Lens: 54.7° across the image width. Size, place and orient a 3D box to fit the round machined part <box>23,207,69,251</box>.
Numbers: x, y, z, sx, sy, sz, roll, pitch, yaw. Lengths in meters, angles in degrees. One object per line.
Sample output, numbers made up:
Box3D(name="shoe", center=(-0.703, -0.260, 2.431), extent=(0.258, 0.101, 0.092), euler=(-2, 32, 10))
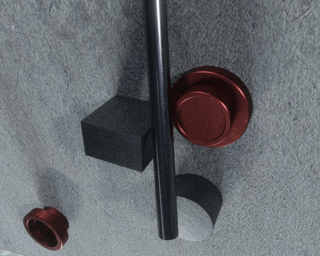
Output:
Box3D(name="round machined part", center=(-0.230, 0.203, 0.642), extent=(0.098, 0.042, 0.097), euler=(13, 124, 21))

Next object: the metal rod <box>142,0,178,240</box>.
Box3D(name="metal rod", center=(0.001, -0.013, 0.349), extent=(0.025, 0.025, 0.298), euler=(3, 105, 26))

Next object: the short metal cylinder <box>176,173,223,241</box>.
Box3D(name="short metal cylinder", center=(0.043, 0.112, 0.437), extent=(0.080, 0.050, 0.079), euler=(13, 124, 21))

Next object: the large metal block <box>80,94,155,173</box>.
Box3D(name="large metal block", center=(-0.040, 0.003, 0.395), extent=(0.080, 0.080, 0.050), euler=(14, 124, 20))

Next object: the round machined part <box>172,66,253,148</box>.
Box3D(name="round machined part", center=(0.053, -0.018, 0.357), extent=(0.098, 0.042, 0.097), euler=(13, 124, 20))
